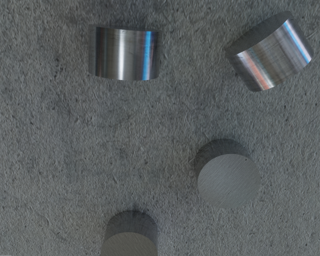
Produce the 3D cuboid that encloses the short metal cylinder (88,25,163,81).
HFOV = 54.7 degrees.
[{"bbox_3d":[-0.039,-0.087,0.348,0.081,0.080,0.050,5,110,-2],"label":"short metal cylinder"}]

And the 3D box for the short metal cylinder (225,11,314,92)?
[{"bbox_3d":[0.122,-0.086,0.350,0.080,0.080,0.050,-36,106,12],"label":"short metal cylinder"}]

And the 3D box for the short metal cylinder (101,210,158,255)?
[{"bbox_3d":[-0.043,0.170,0.459,0.081,0.050,0.079,0,110,0],"label":"short metal cylinder"}]

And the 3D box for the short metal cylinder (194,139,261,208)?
[{"bbox_3d":[0.088,0.061,0.419,0.081,0.050,0.079,0,110,0],"label":"short metal cylinder"}]
